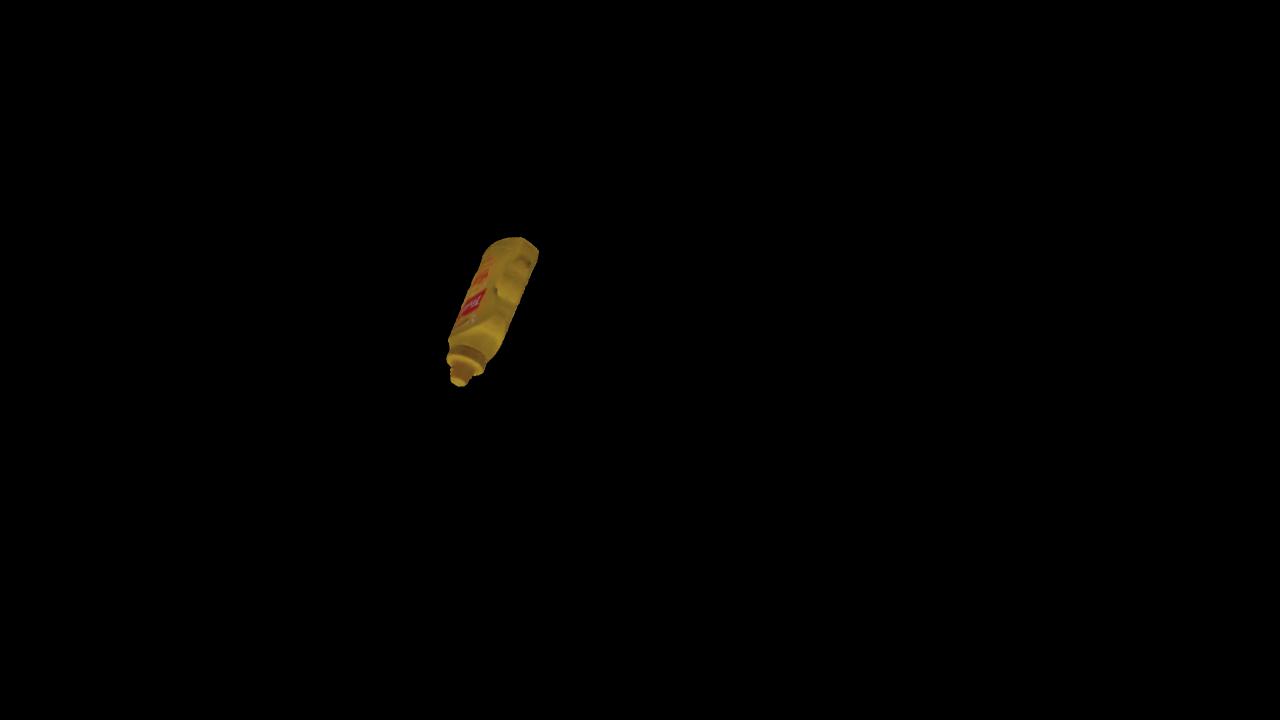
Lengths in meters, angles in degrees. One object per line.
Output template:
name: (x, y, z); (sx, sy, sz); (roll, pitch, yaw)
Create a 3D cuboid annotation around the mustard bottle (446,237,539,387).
mustard bottle: (-0.175, -0.051, 0.700); (0.092, 0.184, 0.054); (-13, -39, 38)
